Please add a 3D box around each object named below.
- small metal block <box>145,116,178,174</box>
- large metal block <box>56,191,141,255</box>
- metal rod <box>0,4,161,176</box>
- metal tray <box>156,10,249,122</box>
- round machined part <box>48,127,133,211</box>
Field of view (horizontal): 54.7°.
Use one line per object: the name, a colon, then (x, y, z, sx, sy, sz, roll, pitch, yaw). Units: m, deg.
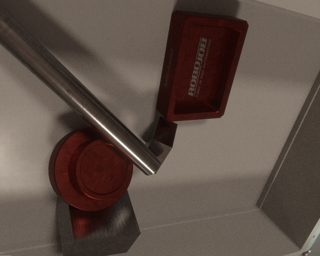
small metal block: (-0.003, 0.021, 0.395, 0.025, 0.050, 0.050, 25, 126, -6)
large metal block: (-0.081, 0.114, 0.394, 0.081, 0.080, 0.050, 4, 133, -31)
metal rod: (-0.098, -0.049, 0.293, 0.025, 0.025, 0.300, -43, 120, 1)
metal tray: (0.051, -0.074, 0.389, 0.091, 0.030, 0.129, -5, 121, -27)
round machined part: (-0.073, 0.047, 0.358, 0.099, 0.042, 0.097, 3, 84, -36)
